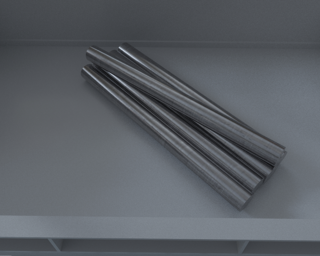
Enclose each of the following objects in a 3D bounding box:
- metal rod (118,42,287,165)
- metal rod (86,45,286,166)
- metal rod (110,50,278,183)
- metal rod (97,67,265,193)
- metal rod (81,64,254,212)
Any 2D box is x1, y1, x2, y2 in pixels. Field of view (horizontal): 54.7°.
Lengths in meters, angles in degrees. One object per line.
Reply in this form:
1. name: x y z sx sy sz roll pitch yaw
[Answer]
1. metal rod: 0.043 -0.046 0.442 0.025 0.025 0.300 -36 59 -26
2. metal rod: 0.016 -0.040 0.403 0.300 0.025 0.025 32 57 23
3. metal rod: 0.026 -0.030 0.429 0.025 0.025 0.300 -36 59 -26
4. metal rod: 0.007 -0.018 0.419 0.025 0.025 0.300 -36 59 -26
5. metal rod: -0.008 -0.003 0.406 0.025 0.025 0.300 -36 59 -26
